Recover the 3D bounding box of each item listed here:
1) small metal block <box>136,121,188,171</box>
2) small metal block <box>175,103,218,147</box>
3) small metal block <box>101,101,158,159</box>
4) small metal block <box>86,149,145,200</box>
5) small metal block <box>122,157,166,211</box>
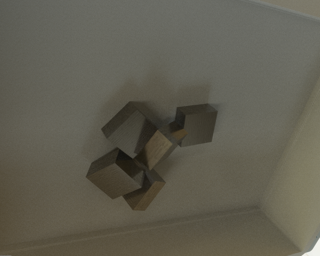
[{"bbox_3d":[0.004,0.022,0.400,0.050,0.025,0.050,-52,168,28],"label":"small metal block"},{"bbox_3d":[0.048,-0.004,0.432,0.050,0.025,0.050,-8,122,-24],"label":"small metal block"},{"bbox_3d":[-0.036,0.003,0.391,0.050,0.025,0.050,-44,129,2],"label":"small metal block"},{"bbox_3d":[-0.056,0.060,0.395,0.050,0.025,0.050,-27,120,27],"label":"small metal block"},{"bbox_3d":[-0.028,0.076,0.421,0.050,0.050,0.025,-54,143,10],"label":"small metal block"}]
